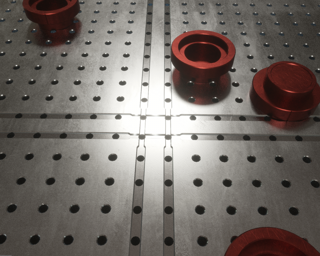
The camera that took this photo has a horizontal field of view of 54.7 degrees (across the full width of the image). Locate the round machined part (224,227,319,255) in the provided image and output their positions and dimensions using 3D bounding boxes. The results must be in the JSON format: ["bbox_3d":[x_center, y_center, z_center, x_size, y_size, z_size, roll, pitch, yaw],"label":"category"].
[{"bbox_3d":[0.101,0.144,0.277,0.099,0.042,0.098,0,50,0],"label":"round machined part"}]

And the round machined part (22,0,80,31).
[{"bbox_3d":[-0.199,-0.219,0.578,0.099,0.042,0.098,0,50,0],"label":"round machined part"}]

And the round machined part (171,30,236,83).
[{"bbox_3d":[0.066,-0.109,0.489,0.099,0.042,0.098,0,50,0],"label":"round machined part"}]

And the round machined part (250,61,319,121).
[{"bbox_3d":[0.184,-0.060,0.449,0.099,0.042,0.098,0,50,0],"label":"round machined part"}]
